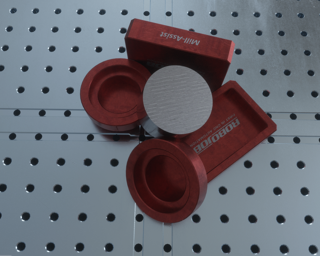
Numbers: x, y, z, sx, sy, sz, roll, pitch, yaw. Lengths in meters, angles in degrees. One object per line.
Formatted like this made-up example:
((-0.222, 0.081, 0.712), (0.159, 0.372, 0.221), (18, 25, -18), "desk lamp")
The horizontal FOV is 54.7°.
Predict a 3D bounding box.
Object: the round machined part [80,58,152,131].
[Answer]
((-0.053, -0.041, 0.417), (0.099, 0.042, 0.098), (0, 70, -1), "round machined part")

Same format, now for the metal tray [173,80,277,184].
((0.073, 0.007, 0.407), (0.131, 0.030, 0.090), (-35, 74, -12), "metal tray")

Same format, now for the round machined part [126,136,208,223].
((0.011, 0.057, 0.363), (0.098, 0.042, 0.097), (7, 103, 32), "round machined part")

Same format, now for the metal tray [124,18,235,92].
((0.024, -0.091, 0.410), (0.131, 0.090, 0.030), (14, 71, 5), "metal tray")

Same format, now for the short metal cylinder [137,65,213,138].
((0.016, -0.028, 0.369), (0.081, 0.050, 0.080), (2, 79, -12), "short metal cylinder")
